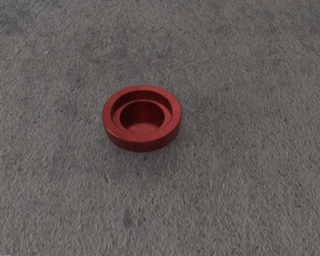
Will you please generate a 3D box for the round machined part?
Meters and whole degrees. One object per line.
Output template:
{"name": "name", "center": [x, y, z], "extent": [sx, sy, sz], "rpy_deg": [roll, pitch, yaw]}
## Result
{"name": "round machined part", "center": [-0.022, -0.008, 0.399], "extent": [0.099, 0.042, 0.098], "rpy_deg": [0, 50, 0]}
